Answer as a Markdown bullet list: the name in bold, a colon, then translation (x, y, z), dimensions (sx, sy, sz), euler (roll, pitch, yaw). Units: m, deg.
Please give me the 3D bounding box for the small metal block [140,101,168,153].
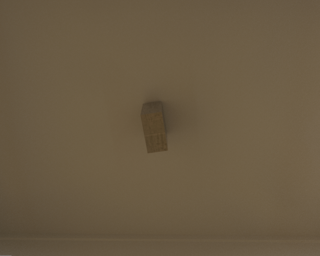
- **small metal block**: translation (-0.006, -0.002, 0.393), dimensions (0.025, 0.050, 0.050), euler (-8, 109, 3)
